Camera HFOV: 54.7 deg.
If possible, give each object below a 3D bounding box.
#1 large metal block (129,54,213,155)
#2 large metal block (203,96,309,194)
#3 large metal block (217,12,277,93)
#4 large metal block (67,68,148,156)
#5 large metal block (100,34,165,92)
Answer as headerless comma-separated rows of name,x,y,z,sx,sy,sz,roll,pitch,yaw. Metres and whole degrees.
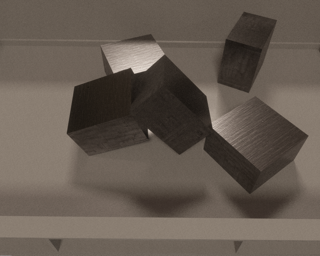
large metal block,0.014,-0.029,0.370,0.050,0.080,0.080,-37,27,25
large metal block,0.112,0.018,0.375,0.081,0.050,0.080,-30,56,-23
large metal block,0.130,-0.114,0.467,0.050,0.080,0.080,22,53,17
large metal block,-0.063,-0.020,0.389,0.080,0.050,0.080,-16,49,13
large metal block,-0.036,-0.090,0.464,0.081,0.050,0.080,-17,52,-14
